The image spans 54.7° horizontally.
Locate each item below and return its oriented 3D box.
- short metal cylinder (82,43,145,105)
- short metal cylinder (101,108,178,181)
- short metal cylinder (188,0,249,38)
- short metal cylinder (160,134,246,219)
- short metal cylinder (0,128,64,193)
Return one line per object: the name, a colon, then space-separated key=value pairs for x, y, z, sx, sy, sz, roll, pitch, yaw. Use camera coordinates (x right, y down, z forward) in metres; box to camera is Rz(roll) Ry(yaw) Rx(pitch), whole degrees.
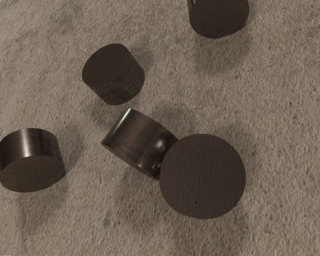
short metal cylinder: x=-0.070 y=-0.081 z=0.473 sx=0.080 sy=0.050 sz=0.080 roll=-13 pitch=56 yaw=20
short metal cylinder: x=-0.022 y=0.020 z=0.367 sx=0.080 sy=0.080 sz=0.050 roll=25 pitch=75 yaw=36
short metal cylinder: x=0.079 y=-0.173 z=0.433 sx=0.080 sy=0.080 sz=0.050 roll=-15 pitch=56 yaw=19
short metal cylinder: x=0.040 y=0.050 z=0.314 sx=0.081 sy=0.050 sz=0.080 roll=1 pitch=75 yaw=-2
short metal cylinder: x=-0.180 y=0.046 z=0.433 sx=0.080 sy=0.080 sz=0.050 roll=-33 pitch=52 yaw=6
